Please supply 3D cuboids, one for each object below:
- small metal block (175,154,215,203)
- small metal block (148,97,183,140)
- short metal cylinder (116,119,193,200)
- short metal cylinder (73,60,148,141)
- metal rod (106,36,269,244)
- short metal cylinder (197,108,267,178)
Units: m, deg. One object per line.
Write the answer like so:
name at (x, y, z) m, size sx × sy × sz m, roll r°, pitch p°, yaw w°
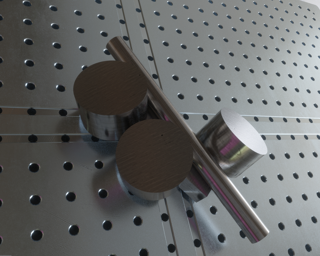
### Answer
small metal block at (0.045, 0.057, 0.393) m, size 0.050 × 0.025 × 0.050 m, roll 42°, pitch 51°, yaw 1°
small metal block at (-0.005, -0.011, 0.408) m, size 0.050 × 0.025 × 0.050 m, roll 40°, pitch 51°, yaw -1°
short metal cylinder at (-0.007, 0.036, 0.344) m, size 0.081 × 0.050 × 0.080 m, roll 1°, pitch 68°, yaw -3°
short metal cylinder at (-0.055, -0.032, 0.360) m, size 0.081 × 0.050 × 0.080 m, roll 2°, pitch 56°, yaw -2°
metal rod at (0.027, 0.006, 0.382) m, size 0.025 × 0.025 × 0.299 m, roll -29°, pitch 77°, yaw -37°
short metal cylinder at (0.094, 0.019, 0.410) m, size 0.080 × 0.050 × 0.080 m, roll 32°, pitch 29°, yaw -20°
